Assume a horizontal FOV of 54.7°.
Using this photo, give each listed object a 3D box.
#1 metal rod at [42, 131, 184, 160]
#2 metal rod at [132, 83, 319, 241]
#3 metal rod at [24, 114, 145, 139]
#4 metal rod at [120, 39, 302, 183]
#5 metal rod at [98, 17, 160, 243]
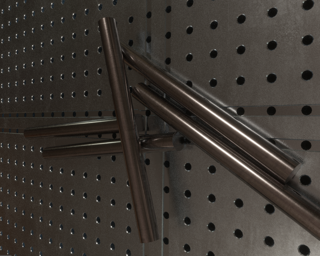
[{"bbox_3d":[-0.092,0.032,0.482,0.300,0.025,0.025,-8,85,39],"label":"metal rod"},{"bbox_3d":[0.069,0.027,0.350,0.300,0.025,0.025,39,113,33],"label":"metal rod"},{"bbox_3d":[-0.145,0.002,0.525,0.300,0.025,0.025,-5,87,39],"label":"metal rod"},{"bbox_3d":[0.033,-0.038,0.380,0.300,0.025,0.025,40,114,32],"label":"metal rod"},{"bbox_3d":[-0.043,-0.005,0.408,0.025,0.025,0.299,-20,78,38],"label":"metal rod"}]
